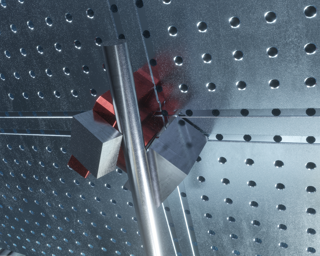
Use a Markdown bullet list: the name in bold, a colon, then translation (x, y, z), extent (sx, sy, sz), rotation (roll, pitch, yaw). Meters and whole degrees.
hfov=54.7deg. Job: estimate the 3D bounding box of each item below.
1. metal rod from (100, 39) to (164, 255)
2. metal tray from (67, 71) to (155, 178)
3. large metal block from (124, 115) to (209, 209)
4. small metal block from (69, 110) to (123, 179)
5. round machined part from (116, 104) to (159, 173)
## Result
- **metal rod**: translation (-0.024, 0.052, 0.351), extent (0.025, 0.025, 0.298), rotation (6, 122, 24)
- **metal tray**: translation (-0.064, -0.003, 0.399), extent (0.030, 0.090, 0.129), rotation (37, 129, 3)
- **large metal block**: translation (0.009, 0.043, 0.392), extent (0.050, 0.080, 0.080), rotation (37, 129, 3)
- **small metal block**: translation (-0.070, 0.017, 0.330), extent (0.050, 0.025, 0.050), rotation (37, 130, 27)
- **round machined part**: translation (-0.038, 0.019, 0.400), extent (0.042, 0.098, 0.097), rotation (36, 129, 4)
